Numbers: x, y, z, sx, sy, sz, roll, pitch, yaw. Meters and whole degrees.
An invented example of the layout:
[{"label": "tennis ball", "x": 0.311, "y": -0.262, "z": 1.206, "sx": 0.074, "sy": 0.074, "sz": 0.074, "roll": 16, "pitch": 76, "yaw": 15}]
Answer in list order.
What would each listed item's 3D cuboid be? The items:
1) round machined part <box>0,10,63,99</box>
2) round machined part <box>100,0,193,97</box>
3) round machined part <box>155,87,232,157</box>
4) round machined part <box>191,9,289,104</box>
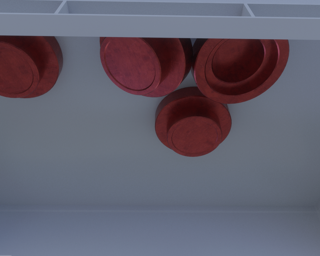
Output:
[{"label": "round machined part", "x": -0.160, "y": -0.071, "z": 0.336, "sx": 0.099, "sy": 0.042, "sz": 0.097, "roll": 0, "pitch": 130, "yaw": 0}, {"label": "round machined part", "x": -0.020, "y": -0.072, "z": 0.311, "sx": 0.098, "sy": 0.042, "sz": 0.097, "roll": 18, "pitch": 134, "yaw": 20}, {"label": "round machined part", "x": 0.043, "y": -0.001, "z": 0.397, "sx": 0.099, "sy": 0.042, "sz": 0.097, "roll": 0, "pitch": 130, "yaw": 0}, {"label": "round machined part", "x": 0.079, "y": -0.077, "z": 0.327, "sx": 0.099, "sy": 0.042, "sz": 0.097, "roll": -6, "pitch": 132, "yaw": -7}]
